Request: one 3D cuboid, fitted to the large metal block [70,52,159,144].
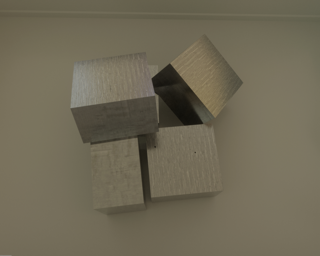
[{"bbox_3d":[-0.048,-0.035,0.338,0.081,0.050,0.080,-9,45,-3],"label":"large metal block"}]

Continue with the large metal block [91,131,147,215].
[{"bbox_3d":[-0.046,0.054,0.359,0.050,0.080,0.080,-6,70,-3],"label":"large metal block"}]

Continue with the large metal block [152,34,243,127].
[{"bbox_3d":[0.046,-0.057,0.389,0.080,0.050,0.080,50,54,-8],"label":"large metal block"}]

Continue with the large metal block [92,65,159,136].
[{"bbox_3d":[-0.042,-0.034,0.407,0.081,0.050,0.080,-1,70,-1],"label":"large metal block"}]

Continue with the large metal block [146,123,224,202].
[{"bbox_3d":[0.026,0.044,0.377,0.081,0.050,0.080,-5,70,-2],"label":"large metal block"}]
